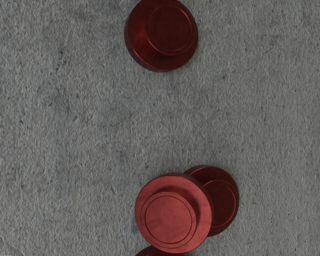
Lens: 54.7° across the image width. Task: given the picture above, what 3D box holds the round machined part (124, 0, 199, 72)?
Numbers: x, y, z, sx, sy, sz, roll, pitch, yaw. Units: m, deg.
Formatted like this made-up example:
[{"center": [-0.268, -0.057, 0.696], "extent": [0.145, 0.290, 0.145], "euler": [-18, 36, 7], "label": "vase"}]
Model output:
[{"center": [0.006, -0.124, 0.402], "extent": [0.099, 0.042, 0.097], "euler": [0, 90, -20], "label": "round machined part"}]

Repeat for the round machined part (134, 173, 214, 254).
[{"center": [0.015, 0.106, 0.380], "extent": [0.098, 0.042, 0.097], "euler": [0, 91, 15], "label": "round machined part"}]

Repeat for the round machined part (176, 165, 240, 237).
[{"center": [0.068, 0.102, 0.425], "extent": [0.099, 0.042, 0.097], "euler": [0, 90, -20], "label": "round machined part"}]

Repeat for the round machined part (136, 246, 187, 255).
[{"center": [0.004, 0.206, 0.402], "extent": [0.099, 0.042, 0.097], "euler": [0, 90, -20], "label": "round machined part"}]
